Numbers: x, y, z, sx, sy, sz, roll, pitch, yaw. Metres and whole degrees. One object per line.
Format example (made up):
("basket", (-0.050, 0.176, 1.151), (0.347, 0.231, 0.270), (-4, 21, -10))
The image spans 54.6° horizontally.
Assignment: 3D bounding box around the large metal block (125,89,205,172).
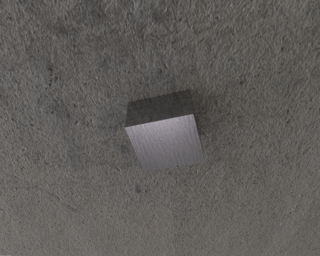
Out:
("large metal block", (0.008, 0.005, 0.395), (0.080, 0.050, 0.080), (-11, 129, 9))
